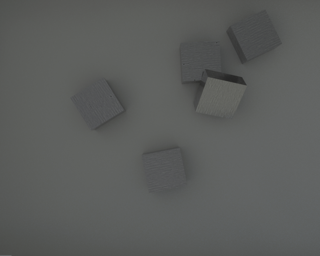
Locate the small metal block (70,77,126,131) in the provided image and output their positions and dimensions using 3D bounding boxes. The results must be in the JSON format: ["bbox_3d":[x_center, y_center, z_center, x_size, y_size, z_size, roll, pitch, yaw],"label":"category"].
[{"bbox_3d":[-0.081,-0.031,0.411,0.050,0.025,0.050,-32,90,0],"label":"small metal block"}]

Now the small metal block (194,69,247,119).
[{"bbox_3d":[0.076,-0.043,0.397,0.050,0.025,0.050,11,122,-9],"label":"small metal block"}]

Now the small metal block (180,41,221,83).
[{"bbox_3d":[0.053,-0.087,0.412,0.050,0.025,0.050,-3,90,0],"label":"small metal block"}]

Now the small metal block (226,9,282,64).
[{"bbox_3d":[0.124,-0.121,0.412,0.050,0.025,0.050,-26,90,0],"label":"small metal block"}]

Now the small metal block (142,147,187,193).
[{"bbox_3d":[0.006,0.055,0.411,0.050,0.025,0.050,-11,90,0],"label":"small metal block"}]
